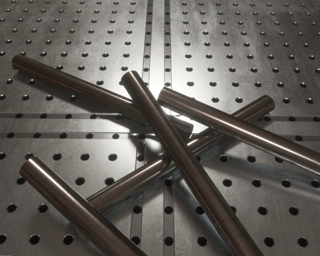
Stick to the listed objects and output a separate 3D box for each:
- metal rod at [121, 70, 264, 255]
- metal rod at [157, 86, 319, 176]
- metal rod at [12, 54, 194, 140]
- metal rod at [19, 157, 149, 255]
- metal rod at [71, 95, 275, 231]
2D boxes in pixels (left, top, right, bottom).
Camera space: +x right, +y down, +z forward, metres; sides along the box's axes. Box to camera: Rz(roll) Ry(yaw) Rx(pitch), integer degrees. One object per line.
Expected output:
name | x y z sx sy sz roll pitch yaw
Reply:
metal rod | 0.034 0.047 0.341 0.025 0.025 0.299 -24 63 -19
metal rod | 0.136 0.020 0.369 0.301 0.025 0.025 25 54 10
metal rod | -0.093 -0.049 0.447 0.301 0.025 0.025 23 54 18
metal rod | -0.021 0.124 0.281 0.300 0.025 0.025 36 58 18
metal rod | 0.030 0.031 0.381 0.302 0.025 0.025 -28 56 -22
